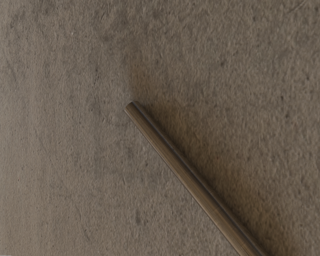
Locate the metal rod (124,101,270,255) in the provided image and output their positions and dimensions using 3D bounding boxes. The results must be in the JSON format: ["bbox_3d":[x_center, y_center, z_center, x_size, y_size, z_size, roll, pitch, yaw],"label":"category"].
[{"bbox_3d":[0.047,0.072,0.364,0.300,0.025,0.025,50,119,28],"label":"metal rod"}]
